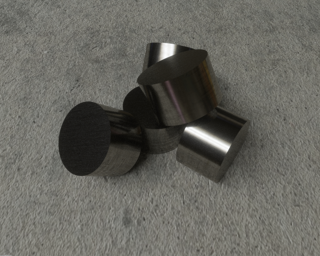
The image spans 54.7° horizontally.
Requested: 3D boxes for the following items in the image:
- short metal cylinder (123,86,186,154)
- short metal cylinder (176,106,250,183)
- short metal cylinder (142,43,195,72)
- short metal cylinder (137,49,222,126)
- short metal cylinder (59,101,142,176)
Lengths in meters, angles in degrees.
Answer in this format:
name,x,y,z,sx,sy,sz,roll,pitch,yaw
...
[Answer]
name,x,y,z,sx,sy,sz,roll,pitch,yaw
short metal cylinder,-0.005,-0.013,0.399,0.081,0.050,0.080,0,50,0
short metal cylinder,0.062,0.016,0.356,0.050,0.080,0.080,28,56,21
short metal cylinder,0.017,-0.084,0.431,0.080,0.080,0.050,11,94,9
short metal cylinder,0.022,-0.045,0.340,0.080,0.050,0.080,-20,26,11
short metal cylinder,-0.068,0.014,0.349,0.080,0.050,0.080,-6,78,34
